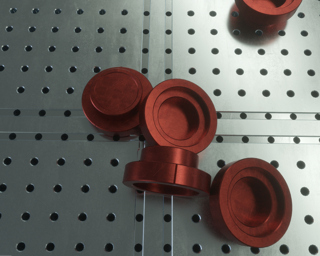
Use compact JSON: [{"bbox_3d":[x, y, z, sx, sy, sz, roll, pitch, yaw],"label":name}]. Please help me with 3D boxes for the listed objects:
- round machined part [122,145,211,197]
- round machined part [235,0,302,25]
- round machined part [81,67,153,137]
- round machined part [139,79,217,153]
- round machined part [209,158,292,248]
[{"bbox_3d":[0.009,0.050,0.355,0.099,0.098,0.042,8,71,2],"label":"round machined part"},{"bbox_3d":[0.163,-0.199,0.478,0.099,0.042,0.098,0,70,-1],"label":"round machined part"},{"bbox_3d":[-0.056,-0.041,0.417,0.099,0.042,0.098,0,70,0],"label":"round machined part"},{"bbox_3d":[0.020,-0.010,0.395,0.099,0.042,0.098,5,75,-21],"label":"round machined part"},{"bbox_3d":[0.100,0.086,0.362,0.099,0.042,0.098,6,73,-20],"label":"round machined part"}]
